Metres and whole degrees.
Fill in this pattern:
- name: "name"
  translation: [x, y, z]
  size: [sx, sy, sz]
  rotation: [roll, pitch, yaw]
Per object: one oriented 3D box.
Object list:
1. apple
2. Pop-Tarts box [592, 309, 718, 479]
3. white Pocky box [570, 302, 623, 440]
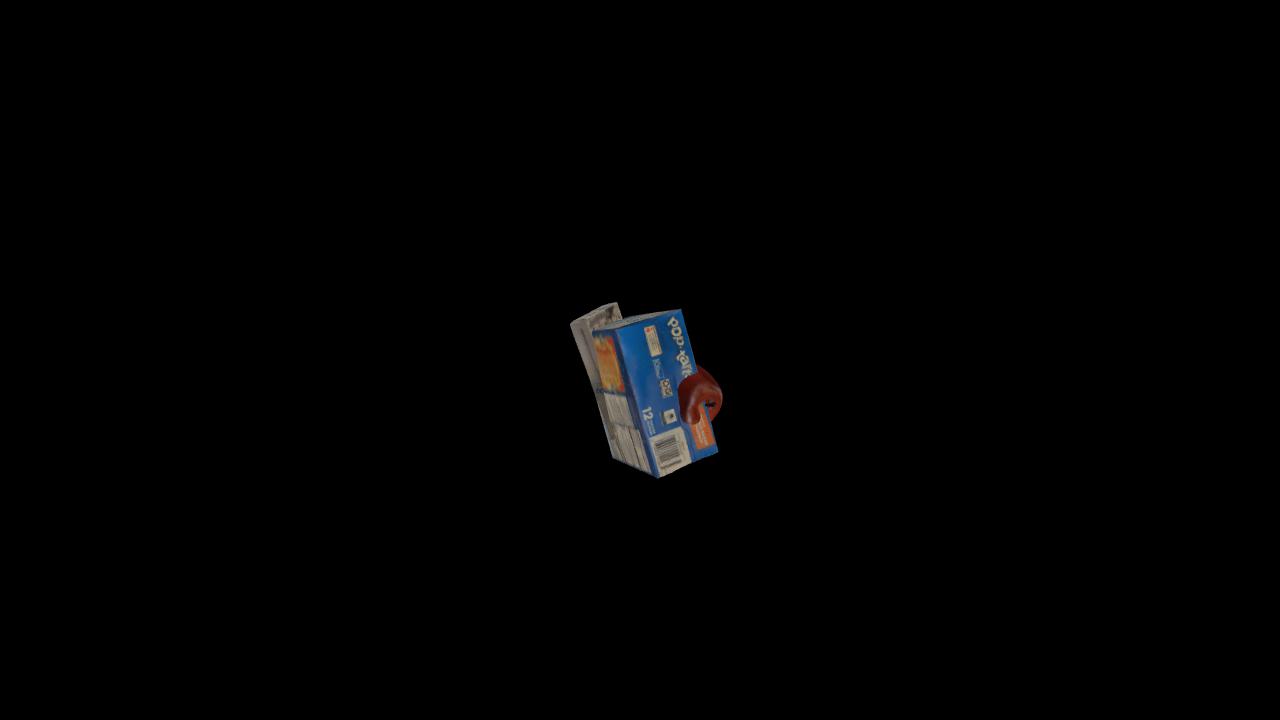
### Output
- name: "apple"
  translation: [0.049, 0.038, 0.695]
  size: [0.079, 0.079, 0.093]
  rotation: [0, 18, -45]
- name: "Pop-Tarts box"
  translation: [0.005, 0.034, 0.715]
  size: [0.083, 0.167, 0.141]
  rotation: [-17, 7, -22]
- name: "white Pocky box"
  translation: [-0.032, 0.013, 0.755]
  size: [0.028, 0.154, 0.084]
  rotation: [-12, 13, 28]
